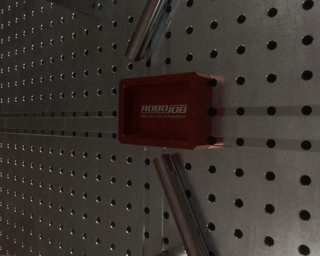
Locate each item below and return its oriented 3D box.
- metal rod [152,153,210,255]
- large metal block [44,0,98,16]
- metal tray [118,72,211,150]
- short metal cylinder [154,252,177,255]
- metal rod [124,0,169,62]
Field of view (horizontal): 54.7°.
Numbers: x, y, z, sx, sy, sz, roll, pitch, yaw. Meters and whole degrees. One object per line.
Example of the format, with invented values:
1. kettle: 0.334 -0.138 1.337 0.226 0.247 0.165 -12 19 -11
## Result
1. metal rod: 0.054 0.172 0.363 0.025 0.025 0.299 -33 70 35
2. large metal block: -0.142 -0.232 0.488 0.050 0.081 0.079 26 106 36
3. metal tray: 0.002 -0.021 0.402 0.130 0.030 0.089 2 91 39
4. short metal cylinder: -0.001 0.206 0.392 0.080 0.050 0.079 0 90 39
5. metal rod: 0.025 -0.223 0.386 0.025 0.025 0.298 41 115 32
